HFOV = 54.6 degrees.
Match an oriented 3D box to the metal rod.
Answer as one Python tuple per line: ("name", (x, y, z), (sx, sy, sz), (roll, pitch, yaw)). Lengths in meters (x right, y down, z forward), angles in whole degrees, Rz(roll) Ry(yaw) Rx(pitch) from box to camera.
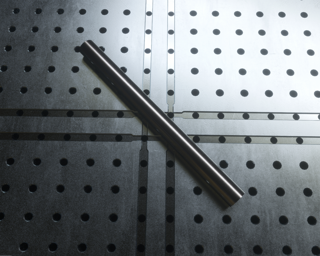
("metal rod", (-0.006, -0.015, 0.418), (0.025, 0.025, 0.300), (-41, 75, -13))
